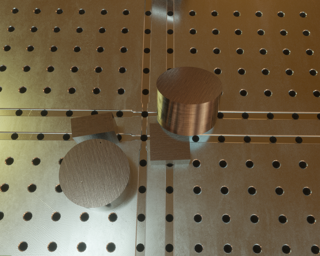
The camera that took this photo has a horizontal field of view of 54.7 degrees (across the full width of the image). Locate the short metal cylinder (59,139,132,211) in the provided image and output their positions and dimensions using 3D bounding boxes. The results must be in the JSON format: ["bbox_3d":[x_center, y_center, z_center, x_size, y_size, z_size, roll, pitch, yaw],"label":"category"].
[{"bbox_3d":[-0.075,0.059,0.376,0.081,0.050,0.080,0,70,0],"label":"short metal cylinder"}]

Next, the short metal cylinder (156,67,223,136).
[{"bbox_3d":[0.036,-0.036,0.395,0.081,0.050,0.080,1,43,0],"label":"short metal cylinder"}]

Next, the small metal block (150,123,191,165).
[{"bbox_3d":[0.012,0.021,0.404,0.050,0.025,0.050,-2,70,-1],"label":"small metal block"}]

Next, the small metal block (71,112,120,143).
[{"bbox_3d":[-0.081,0.004,0.396,0.050,0.050,0.025,-9,71,-4],"label":"small metal block"}]
